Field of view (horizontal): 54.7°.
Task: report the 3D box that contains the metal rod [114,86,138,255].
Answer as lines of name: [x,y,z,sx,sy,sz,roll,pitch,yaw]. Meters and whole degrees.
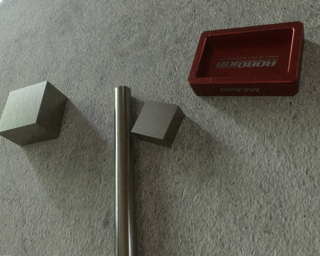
metal rod: [-0.044,0.069,0.382,0.025,0.025,0.299,-18,55,18]

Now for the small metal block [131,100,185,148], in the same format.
small metal block: [-0.002,-0.006,0.408,0.050,0.025,0.050,12,68,33]

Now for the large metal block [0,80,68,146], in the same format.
large metal block: [-0.207,-0.022,0.508,0.080,0.050,0.080,-12,57,21]

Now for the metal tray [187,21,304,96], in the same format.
metal tray: [0.109,-0.086,0.395,0.130,0.030,0.090,3,63,29]
